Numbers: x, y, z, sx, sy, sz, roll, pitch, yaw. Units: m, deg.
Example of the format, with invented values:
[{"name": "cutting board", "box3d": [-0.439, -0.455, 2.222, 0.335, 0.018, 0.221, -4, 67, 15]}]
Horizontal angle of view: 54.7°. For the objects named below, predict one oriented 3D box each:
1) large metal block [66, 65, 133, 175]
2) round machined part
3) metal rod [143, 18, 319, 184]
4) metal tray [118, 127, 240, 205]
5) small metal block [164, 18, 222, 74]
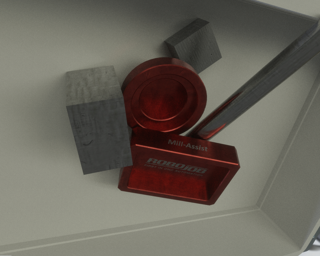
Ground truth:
[{"name": "large metal block", "box3d": [-0.064, -0.011, 0.327, 0.050, 0.080, 0.079, -10, 124, -10]}, {"name": "round machined part", "box3d": [0.002, -0.038, 0.366, 0.099, 0.042, 0.097, -6, 126, -8]}, {"name": "metal rod", "box3d": [0.071, -0.011, 0.366, 0.025, 0.025, 0.299, 18, 133, -36]}, {"name": "metal tray", "box3d": [0.020, 0.051, 0.386, 0.131, 0.030, 0.089, 12, 132, -10]}, {"name": "small metal block", "box3d": [0.041, -0.095, 0.374, 0.050, 0.025, 0.050, -35, 130, -5]}]
